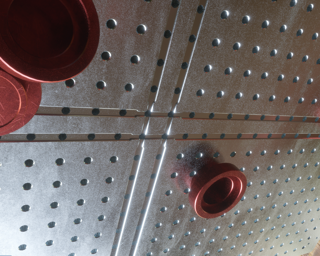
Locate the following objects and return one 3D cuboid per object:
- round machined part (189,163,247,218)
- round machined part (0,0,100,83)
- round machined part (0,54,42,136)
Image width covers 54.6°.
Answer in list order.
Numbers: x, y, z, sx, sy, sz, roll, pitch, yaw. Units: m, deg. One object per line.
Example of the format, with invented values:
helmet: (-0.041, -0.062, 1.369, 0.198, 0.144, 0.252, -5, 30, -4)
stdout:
round machined part: (0.090, 0.097, 0.508, 0.099, 0.042, 0.097, -14, 124, -21)
round machined part: (-0.106, -0.089, 0.271, 0.099, 0.042, 0.097, -6, 100, -41)
round machined part: (-0.163, -0.033, 0.291, 0.099, 0.042, 0.097, -14, 124, -21)
